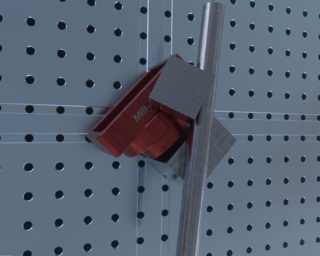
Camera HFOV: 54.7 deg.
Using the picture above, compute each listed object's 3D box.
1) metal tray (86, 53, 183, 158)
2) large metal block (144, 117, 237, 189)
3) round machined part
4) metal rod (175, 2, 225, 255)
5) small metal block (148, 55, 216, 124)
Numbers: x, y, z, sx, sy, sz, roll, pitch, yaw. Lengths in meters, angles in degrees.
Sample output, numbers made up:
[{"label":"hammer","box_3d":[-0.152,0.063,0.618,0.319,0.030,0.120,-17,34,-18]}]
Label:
[{"label":"metal tray","box_3d":[-0.027,-0.026,0.369,0.030,0.090,0.130,45,76,-15]},{"label":"large metal block","box_3d":[0.036,0.027,0.395,0.050,0.080,0.080,45,76,-15]},{"label":"round machined part","box_3d":[-0.005,-0.001,0.377,0.042,0.098,0.098,44,76,-15]},{"label":"metal rod","box_3d":[0.044,0.011,0.345,0.025,0.025,0.298,7,88,-20]},{"label":"small metal block","box_3d":[0.021,-0.039,0.317,0.050,0.025,0.050,26,79,0]}]
